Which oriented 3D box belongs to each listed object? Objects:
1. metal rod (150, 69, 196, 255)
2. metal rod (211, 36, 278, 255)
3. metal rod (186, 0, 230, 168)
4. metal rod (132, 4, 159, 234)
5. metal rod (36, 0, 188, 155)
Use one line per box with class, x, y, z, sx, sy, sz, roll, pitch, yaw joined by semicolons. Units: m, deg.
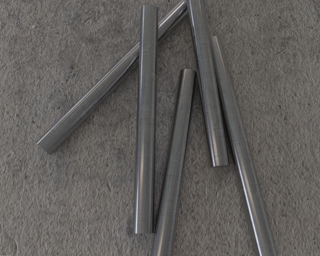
metal rod;0.016;0.062;0.385;0.025;0.025;0.299;9;70;3
metal rod;0.100;0.012;0.404;0.025;0.025;0.299;-8;70;-3
metal rod;0.061;-0.095;0.428;0.025;0.025;0.299;-5;75;-2
metal rod;-0.017;-0.022;0.400;0.025;0.025;0.299;1;76;0
metal rod;-0.054;-0.082;0.437;0.025;0.025;0.301;38;74;12
